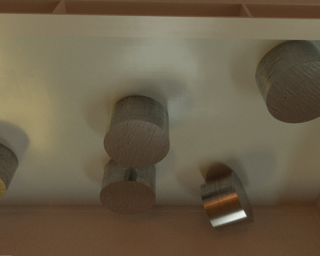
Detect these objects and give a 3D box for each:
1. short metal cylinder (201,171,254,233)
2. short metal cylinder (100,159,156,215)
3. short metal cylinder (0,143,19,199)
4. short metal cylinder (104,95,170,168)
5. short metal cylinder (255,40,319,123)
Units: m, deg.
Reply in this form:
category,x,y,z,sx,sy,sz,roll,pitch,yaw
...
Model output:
category,x,y,z,sx,sy,sz,roll,pitch,yaw
short metal cylinder,0.102,0.112,0.470,0.050,0.080,0.080,-24,126,19
short metal cylinder,-0.046,0.086,0.465,0.081,0.050,0.079,0,130,0
short metal cylinder,-0.252,0.061,0.441,0.081,0.050,0.079,-1,130,0
short metal cylinder,-0.028,0.005,0.397,0.081,0.050,0.079,0,130,0
short metal cylinder,0.155,-0.052,0.351,0.081,0.050,0.079,0,130,0
